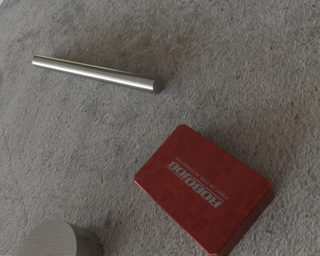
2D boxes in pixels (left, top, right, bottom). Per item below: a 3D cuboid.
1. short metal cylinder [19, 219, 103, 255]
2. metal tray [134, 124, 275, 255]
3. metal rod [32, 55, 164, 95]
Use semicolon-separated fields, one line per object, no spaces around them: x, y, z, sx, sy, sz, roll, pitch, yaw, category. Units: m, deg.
-0.113;0.151;0.355;0.080;0.050;0.080;-13;56;21;short metal cylinder
0.044;0.063;0.339;0.090;0.030;0.130;-49;52;-6;metal tray
-0.121;-0.096;0.526;0.300;0.025;0.025;17;71;34;metal rod
